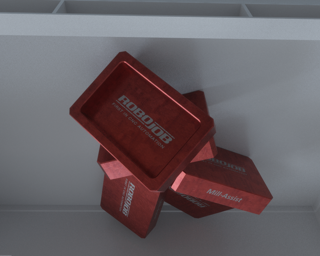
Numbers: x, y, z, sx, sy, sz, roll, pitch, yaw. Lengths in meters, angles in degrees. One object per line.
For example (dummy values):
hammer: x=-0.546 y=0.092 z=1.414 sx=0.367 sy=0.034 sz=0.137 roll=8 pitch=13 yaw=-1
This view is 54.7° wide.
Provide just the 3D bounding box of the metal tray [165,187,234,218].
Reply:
metal tray: x=0.045 y=0.091 z=0.471 sx=0.130 sy=0.030 sz=0.090 roll=35 pitch=135 yaw=-27

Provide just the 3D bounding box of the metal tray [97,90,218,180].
metal tray: x=-0.004 y=0.006 z=0.371 sx=0.131 sy=0.090 sz=0.030 roll=-13 pitch=130 yaw=10

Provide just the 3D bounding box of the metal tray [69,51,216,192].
metal tray: x=-0.019 y=-0.008 z=0.321 sx=0.090 sy=0.130 sz=0.030 roll=-49 pitch=161 yaw=-1

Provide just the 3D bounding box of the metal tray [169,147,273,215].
metal tray: x=0.075 y=0.059 z=0.415 sx=0.131 sy=0.090 sz=0.030 roll=19 pitch=117 yaw=-16

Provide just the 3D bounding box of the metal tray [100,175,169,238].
metal tray: x=-0.040 y=0.095 z=0.456 sx=0.090 sy=0.030 sz=0.129 roll=31 pitch=132 yaw=18
